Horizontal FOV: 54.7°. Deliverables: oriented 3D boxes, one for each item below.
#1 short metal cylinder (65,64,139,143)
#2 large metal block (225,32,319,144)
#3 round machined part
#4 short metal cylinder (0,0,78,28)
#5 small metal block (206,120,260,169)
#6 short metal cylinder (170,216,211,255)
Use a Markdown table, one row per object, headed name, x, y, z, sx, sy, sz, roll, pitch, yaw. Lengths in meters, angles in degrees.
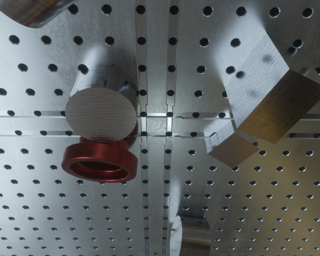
| name | x | y | z | sx | sy | sz | roll | pitch | yaw |
| --- | --- | --- | --- | --- | --- | --- | --- | --- | --- |
| short metal cylinder | -0.067 | -0.029 | 0.370 | 0.081 | 0.050 | 0.079 | 0 | 130 | 0 |
| large metal block | 0.121 | -0.044 | 0.339 | 0.050 | 0.080 | 0.080 | 21 | 127 | -17 |
| round machined part | -0.079 | 0.039 | 0.418 | 0.099 | 0.042 | 0.098 | 4 | 153 | 2 |
| short metal cylinder | -0.109 | -0.133 | 0.261 | 0.050 | 0.080 | 0.080 | -27 | 125 | 21 |
| small metal block | 0.101 | 0.024 | 0.433 | 0.050 | 0.025 | 0.050 | 31 | 124 | -24 |
| short metal cylinder | 0.052 | 0.198 | 0.545 | 0.050 | 0.080 | 0.079 | 10 | 129 | -9 |
